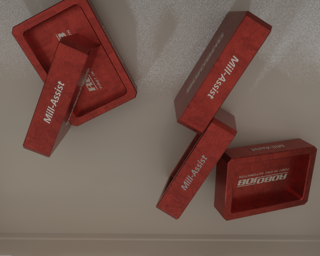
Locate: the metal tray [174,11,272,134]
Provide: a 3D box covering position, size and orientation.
[{"bbox_3d":[0.063,-0.066,0.352,0.030,0.090,0.129,29,108,-10],"label":"metal tray"}]

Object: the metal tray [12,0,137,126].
[{"bbox_3d":[-0.095,-0.078,0.366,0.090,0.030,0.130,-26,110,6],"label":"metal tray"}]

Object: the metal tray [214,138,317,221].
[{"bbox_3d":[0.140,0.067,0.415,0.131,0.030,0.089,-6,111,-16],"label":"metal tray"}]

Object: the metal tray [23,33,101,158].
[{"bbox_3d":[-0.110,-0.042,0.360,0.030,0.090,0.129,23,108,-10],"label":"metal tray"}]

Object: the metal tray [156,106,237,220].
[{"bbox_3d":[0.047,0.040,0.389,0.030,0.090,0.129,31,108,3],"label":"metal tray"}]
